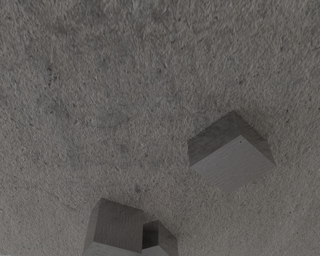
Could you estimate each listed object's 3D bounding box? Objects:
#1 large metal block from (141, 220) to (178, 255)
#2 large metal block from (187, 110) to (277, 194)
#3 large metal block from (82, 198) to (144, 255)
[{"bbox_3d":[-0.020,0.225,0.582,0.080,0.050,0.080,-22,127,17],"label":"large metal block"},{"bbox_3d":[0.096,0.035,0.421,0.080,0.050,0.080,-37,121,27],"label":"large metal block"},{"bbox_3d":[-0.076,0.174,0.519,0.080,0.080,0.050,22,127,-18],"label":"large metal block"}]
